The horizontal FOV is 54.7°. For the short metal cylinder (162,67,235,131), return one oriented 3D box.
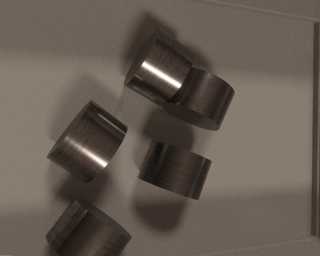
[{"bbox_3d":[0.049,-0.036,0.401,0.080,0.080,0.050,28,81,-18],"label":"short metal cylinder"}]

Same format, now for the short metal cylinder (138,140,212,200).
[{"bbox_3d":[0.019,0.052,0.389,0.080,0.080,0.050,23,83,-19],"label":"short metal cylinder"}]

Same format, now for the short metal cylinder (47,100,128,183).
[{"bbox_3d":[-0.082,0.015,0.352,0.050,0.080,0.080,38,78,-17],"label":"short metal cylinder"}]

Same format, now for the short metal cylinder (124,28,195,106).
[{"bbox_3d":[-0.002,-0.074,0.381,0.050,0.080,0.080,30,80,-18],"label":"short metal cylinder"}]

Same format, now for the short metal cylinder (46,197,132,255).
[{"bbox_3d":[-0.080,0.123,0.353,0.080,0.080,0.050,40,77,-16],"label":"short metal cylinder"}]
